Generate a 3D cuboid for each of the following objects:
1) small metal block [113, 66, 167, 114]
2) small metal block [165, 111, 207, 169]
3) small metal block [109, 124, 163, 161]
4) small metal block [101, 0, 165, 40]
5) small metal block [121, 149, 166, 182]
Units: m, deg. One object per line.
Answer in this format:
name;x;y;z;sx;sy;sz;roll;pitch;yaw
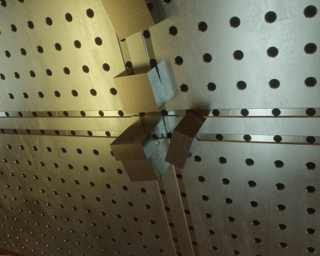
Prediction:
small metal block;-0.025;-0.048;0.394;0.050;0.025;0.050;-3;117;29
small metal block;0.032;0.014;0.386;0.025;0.050;0.050;24;127;13
small metal block;-0.031;0.020;0.422;0.050;0.050;0.025;-5;116;30
small metal block;-0.031;-0.132;0.344;0.050;0.025;0.050;-13;112;33
small metal block;-0.026;0.050;0.455;0.050;0.025;0.050;-10;114;32
